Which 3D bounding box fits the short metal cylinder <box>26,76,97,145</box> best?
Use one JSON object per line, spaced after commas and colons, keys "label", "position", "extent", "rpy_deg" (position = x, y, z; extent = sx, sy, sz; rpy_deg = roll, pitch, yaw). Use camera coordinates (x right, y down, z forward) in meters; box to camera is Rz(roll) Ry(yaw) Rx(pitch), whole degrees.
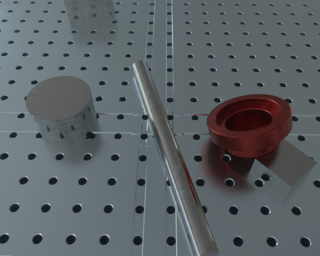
{"label": "short metal cylinder", "position": [-0.128, -0.024, 0.410], "extent": [0.081, 0.050, 0.080], "rpy_deg": [0, 50, 0]}

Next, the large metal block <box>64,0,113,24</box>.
{"label": "large metal block", "position": [-0.135, -0.246, 0.597], "extent": [0.081, 0.050, 0.080], "rpy_deg": [-4, 50, -4]}

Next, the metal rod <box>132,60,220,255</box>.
{"label": "metal rod", "position": [0.007, 0.015, 0.394], "extent": [0.025, 0.025, 0.300], "rpy_deg": [-12, 51, -10]}

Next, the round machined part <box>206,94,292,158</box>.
{"label": "round machined part", "position": [0.110, 0.000, 0.382], "extent": [0.098, 0.042, 0.098], "rpy_deg": [-14, 29, 8]}

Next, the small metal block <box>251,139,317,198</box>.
{"label": "small metal block", "position": [0.147, 0.046, 0.370], "extent": [0.050, 0.025, 0.050], "rpy_deg": [-33, 58, -25]}
